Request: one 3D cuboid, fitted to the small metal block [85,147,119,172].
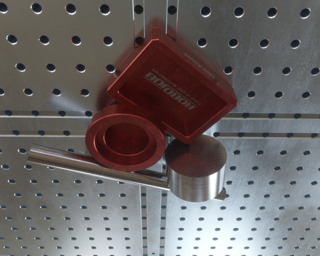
[{"bbox_3d":[-0.076,0.036,0.441,0.050,0.025,0.050,22,127,-18],"label":"small metal block"}]

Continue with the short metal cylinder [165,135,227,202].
[{"bbox_3d":[0.048,0.053,0.419,0.080,0.080,0.050,-3,130,2],"label":"short metal cylinder"}]

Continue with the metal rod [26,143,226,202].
[{"bbox_3d":[-0.030,0.069,0.444,0.302,0.025,0.025,17,129,-25],"label":"metal rod"}]

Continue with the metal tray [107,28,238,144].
[{"bbox_3d":[0.016,-0.044,0.370,0.130,0.030,0.090,33,122,-25],"label":"metal tray"}]

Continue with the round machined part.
[{"bbox_3d":[-0.042,0.008,0.396,0.099,0.042,0.097,1,130,1],"label":"round machined part"}]
